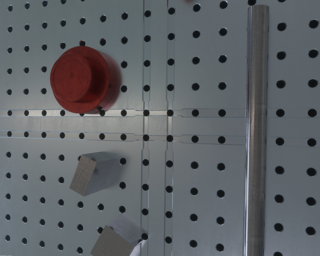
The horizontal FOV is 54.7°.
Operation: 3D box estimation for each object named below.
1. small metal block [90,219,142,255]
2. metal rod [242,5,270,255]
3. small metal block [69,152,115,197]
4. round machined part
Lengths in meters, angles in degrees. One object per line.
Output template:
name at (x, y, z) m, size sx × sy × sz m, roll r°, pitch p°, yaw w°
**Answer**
small metal block at (-0.061, 0.167, 0.434) m, size 0.050 × 0.025 × 0.050 m, roll 32°, pitch 100°, yaw 17°
metal rod at (0.115, 0.006, 0.371) m, size 0.025 × 0.025 × 0.298 m, roll 1°, pitch 90°, yaw 20°
small metal block at (-0.093, 0.063, 0.432) m, size 0.025 × 0.050 × 0.050 m, roll 24°, pitch 98°, yaw 18°
round machined part at (-0.117, -0.070, 0.445) m, size 0.098 × 0.042 × 0.097 m, roll 0°, pitch 90°, yaw 20°
